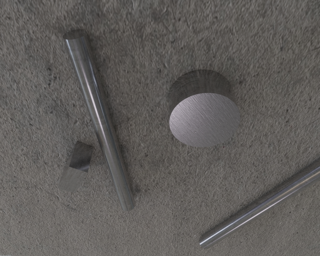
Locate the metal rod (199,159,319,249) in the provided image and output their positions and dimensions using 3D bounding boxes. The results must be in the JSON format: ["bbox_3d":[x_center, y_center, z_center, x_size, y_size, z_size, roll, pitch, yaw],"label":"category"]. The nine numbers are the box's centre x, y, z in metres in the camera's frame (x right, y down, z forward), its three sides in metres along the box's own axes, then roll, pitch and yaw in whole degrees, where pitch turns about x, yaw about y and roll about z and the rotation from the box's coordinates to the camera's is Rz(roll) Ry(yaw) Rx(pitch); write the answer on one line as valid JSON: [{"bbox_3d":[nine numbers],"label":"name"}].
[{"bbox_3d":[0.173,0.129,0.518,0.025,0.025,0.299,29,124,-23],"label":"metal rod"}]

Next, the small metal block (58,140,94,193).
[{"bbox_3d":[-0.118,0.055,0.436,0.025,0.050,0.050,23,126,-18],"label":"small metal block"}]

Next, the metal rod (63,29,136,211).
[{"bbox_3d":[-0.071,0.015,0.419,0.025,0.025,0.298,-5,130,4],"label":"metal rod"}]

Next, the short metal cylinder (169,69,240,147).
[{"bbox_3d":[0.051,-0.023,0.372,0.081,0.050,0.079,0,130,0],"label":"short metal cylinder"}]
